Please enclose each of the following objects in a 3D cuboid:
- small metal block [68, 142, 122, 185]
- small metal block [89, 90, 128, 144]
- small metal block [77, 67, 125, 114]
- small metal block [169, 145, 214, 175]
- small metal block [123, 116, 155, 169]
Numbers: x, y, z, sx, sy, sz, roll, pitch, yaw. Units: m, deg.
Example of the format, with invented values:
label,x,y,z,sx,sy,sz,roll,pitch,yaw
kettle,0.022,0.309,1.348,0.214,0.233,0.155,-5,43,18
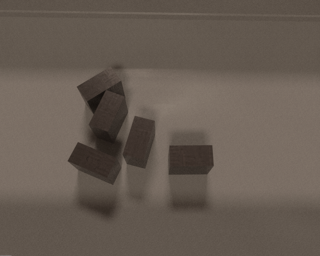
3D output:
label,x,y,z,sx,sy,sz,roll,pitch,yaw
small metal block,-0.078,0.045,0.379,0.050,0.050,0.025,22,72,7
small metal block,-0.065,-0.013,0.400,0.025,0.050,0.050,20,71,7
small metal block,-0.077,-0.047,0.413,0.050,0.050,0.025,-34,74,-12
small metal block,0.036,0.040,0.382,0.050,0.050,0.025,-1,70,-1
small metal block,-0.025,0.019,0.389,0.025,0.050,0.050,14,71,5
